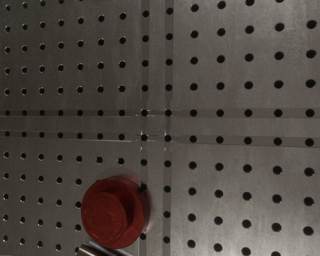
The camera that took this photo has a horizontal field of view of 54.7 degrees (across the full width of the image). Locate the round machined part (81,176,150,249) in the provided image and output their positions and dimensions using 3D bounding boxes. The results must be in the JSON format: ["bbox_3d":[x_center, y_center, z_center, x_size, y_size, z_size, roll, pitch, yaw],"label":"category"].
[{"bbox_3d":[-0.068,0.118,0.426,0.098,0.042,0.097,0,90,19],"label":"round machined part"}]

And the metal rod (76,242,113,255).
[{"bbox_3d":[0.021,0.225,0.404,0.301,0.025,0.025,19,96,18],"label":"metal rod"}]
